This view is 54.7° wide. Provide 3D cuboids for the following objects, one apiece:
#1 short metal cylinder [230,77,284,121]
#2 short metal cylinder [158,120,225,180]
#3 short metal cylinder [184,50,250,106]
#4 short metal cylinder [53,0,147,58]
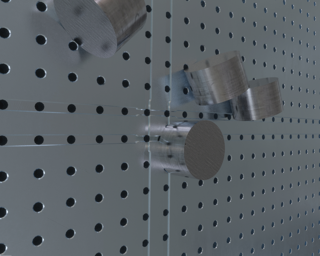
[{"bbox_3d":[0.154,-0.048,0.502,0.081,0.080,0.050,-25,106,-37],"label":"short metal cylinder"},{"bbox_3d":[0.045,0.029,0.430,0.081,0.050,0.079,0,90,-40],"label":"short metal cylinder"},{"bbox_3d":[0.081,-0.072,0.441,0.081,0.080,0.050,-35,112,-35],"label":"short metal cylinder"},{"bbox_3d":[-0.061,-0.121,0.321,0.050,0.080,0.080,-52,121,-27],"label":"short metal cylinder"}]
